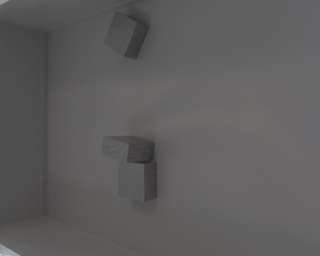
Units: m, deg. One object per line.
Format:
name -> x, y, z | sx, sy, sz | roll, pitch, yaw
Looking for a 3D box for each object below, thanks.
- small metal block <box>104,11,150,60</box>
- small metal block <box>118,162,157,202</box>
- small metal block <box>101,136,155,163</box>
small metal block -> -0.049, -0.134, 0.447 | 0.050, 0.025, 0.050 | 39, 114, 33
small metal block -> -0.032, 0.072, 0.433 | 0.050, 0.025, 0.050 | -1, 89, 40
small metal block -> -0.044, 0.028, 0.427 | 0.050, 0.050, 0.025 | 13, 98, 39
